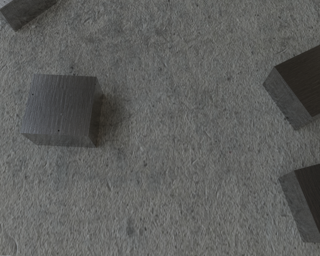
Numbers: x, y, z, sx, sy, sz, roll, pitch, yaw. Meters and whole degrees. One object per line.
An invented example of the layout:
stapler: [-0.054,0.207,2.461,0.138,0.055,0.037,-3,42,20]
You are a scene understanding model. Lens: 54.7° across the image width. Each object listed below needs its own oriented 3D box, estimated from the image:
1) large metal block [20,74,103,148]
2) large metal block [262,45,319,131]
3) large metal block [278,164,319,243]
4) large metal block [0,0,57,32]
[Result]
large metal block: [-0.122,-0.021,0.402,0.080,0.050,0.080,3,70,1]
large metal block: [0.201,-0.055,0.416,0.080,0.050,0.080,-26,72,-9]
large metal block: [0.201,0.083,0.366,0.081,0.050,0.080,-14,71,-5]
large metal block: [-0.221,-0.208,0.469,0.080,0.050,0.080,-43,76,-14]
